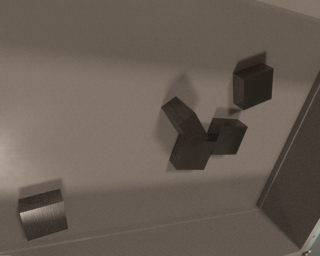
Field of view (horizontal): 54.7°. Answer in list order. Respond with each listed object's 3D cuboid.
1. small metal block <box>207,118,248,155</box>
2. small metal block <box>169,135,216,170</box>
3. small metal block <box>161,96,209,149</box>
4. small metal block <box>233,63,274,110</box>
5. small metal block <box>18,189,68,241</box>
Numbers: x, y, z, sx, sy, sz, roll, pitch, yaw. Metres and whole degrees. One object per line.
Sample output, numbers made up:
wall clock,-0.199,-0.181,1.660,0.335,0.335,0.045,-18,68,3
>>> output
small metal block,0.099,0.013,0.473,0.050,0.025,0.050,2,118,-30
small metal block,0.048,0.034,0.458,0.050,0.025,0.050,5,116,-31
small metal block,0.033,-0.007,0.408,0.025,0.050,0.050,-38,130,-3
small metal block,0.134,-0.060,0.447,0.050,0.025,0.050,-22,127,-16
small metal block,-0.149,0.111,0.397,0.050,0.025,0.050,-12,124,-22
